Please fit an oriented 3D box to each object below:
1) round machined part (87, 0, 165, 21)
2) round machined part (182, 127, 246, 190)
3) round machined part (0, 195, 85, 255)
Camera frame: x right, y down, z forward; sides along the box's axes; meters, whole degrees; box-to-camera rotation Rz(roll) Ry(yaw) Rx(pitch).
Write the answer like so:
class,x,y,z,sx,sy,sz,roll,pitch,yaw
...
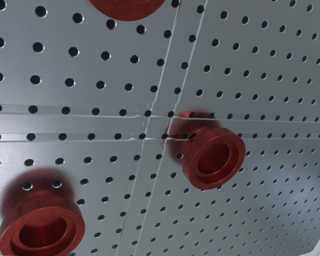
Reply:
class,x,y,z,sx,sy,sz,roll,pitch,yaw
round machined part,-0.028,-0.150,0.291,0.099,0.042,0.097,-14,124,-21
round machined part,0.076,0.041,0.466,0.099,0.042,0.097,-14,124,-21
round machined part,-0.149,0.125,0.395,0.099,0.042,0.097,-14,124,-21
